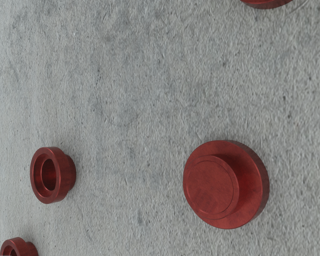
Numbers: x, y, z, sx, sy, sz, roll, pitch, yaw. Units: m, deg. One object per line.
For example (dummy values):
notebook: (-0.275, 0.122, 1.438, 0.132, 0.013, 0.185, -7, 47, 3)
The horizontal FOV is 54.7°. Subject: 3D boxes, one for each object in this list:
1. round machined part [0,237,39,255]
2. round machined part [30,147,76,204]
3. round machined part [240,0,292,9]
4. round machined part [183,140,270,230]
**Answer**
round machined part: (-0.281, 0.270, 0.627, 0.098, 0.042, 0.097, 0, 90, 40)
round machined part: (-0.185, 0.081, 0.547, 0.098, 0.042, 0.097, 0, 90, 40)
round machined part: (0.106, -0.173, 0.306, 0.098, 0.042, 0.097, 0, 90, 40)
round machined part: (0.065, 0.062, 0.341, 0.098, 0.042, 0.097, 0, 90, 40)
